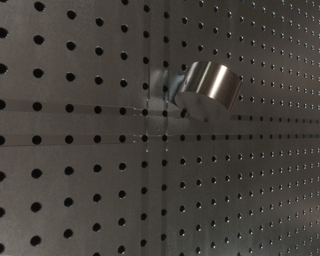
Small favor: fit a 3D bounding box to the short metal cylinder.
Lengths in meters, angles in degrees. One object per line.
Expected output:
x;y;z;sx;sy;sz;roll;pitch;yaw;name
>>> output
0.067;-0.048;0.432;0.080;0.080;0.050;38;66;-34;short metal cylinder
